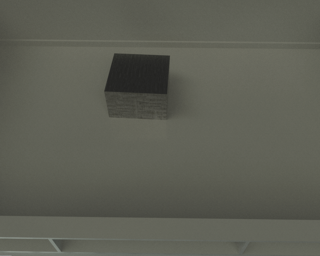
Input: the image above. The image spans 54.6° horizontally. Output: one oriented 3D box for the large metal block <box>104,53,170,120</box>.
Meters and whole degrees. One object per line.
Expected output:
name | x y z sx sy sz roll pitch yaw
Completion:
large metal block | -0.028 -0.059 0.439 0.080 0.050 0.080 3 50 2
